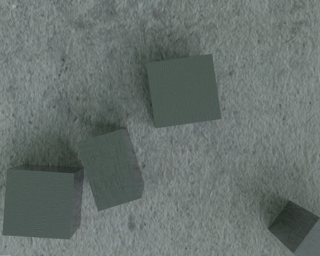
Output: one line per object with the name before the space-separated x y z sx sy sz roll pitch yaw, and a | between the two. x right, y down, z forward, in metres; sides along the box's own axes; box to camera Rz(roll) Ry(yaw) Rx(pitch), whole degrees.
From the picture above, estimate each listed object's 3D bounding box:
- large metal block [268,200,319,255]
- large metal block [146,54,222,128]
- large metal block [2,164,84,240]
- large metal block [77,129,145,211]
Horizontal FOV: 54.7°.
large metal block | 0.196 0.143 0.385 0.080 0.080 0.050 36 90 -1
large metal block | 0.029 -0.045 0.398 0.081 0.050 0.080 -8 90 -1
large metal block | -0.146 0.091 0.396 0.081 0.050 0.079 4 90 -1
large metal block | -0.056 0.047 0.382 0.050 0.080 0.080 -17 90 0
